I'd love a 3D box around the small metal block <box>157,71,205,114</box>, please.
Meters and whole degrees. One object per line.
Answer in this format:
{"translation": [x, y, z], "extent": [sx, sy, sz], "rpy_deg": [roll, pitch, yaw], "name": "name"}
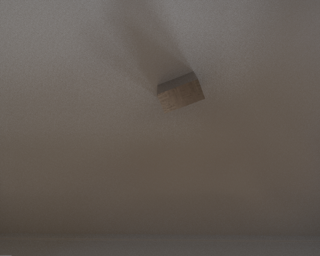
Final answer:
{"translation": [0.024, -0.045, 0.382], "extent": [0.050, 0.050, 0.025], "rpy_deg": [-20, 109, 7], "name": "small metal block"}
